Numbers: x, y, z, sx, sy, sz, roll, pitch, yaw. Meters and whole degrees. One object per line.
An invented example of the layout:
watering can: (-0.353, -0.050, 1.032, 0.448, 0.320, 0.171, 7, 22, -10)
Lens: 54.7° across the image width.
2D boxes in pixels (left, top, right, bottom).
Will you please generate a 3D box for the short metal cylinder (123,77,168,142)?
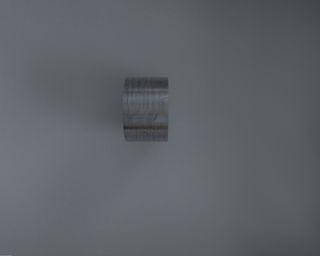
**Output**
short metal cylinder: (-0.016, -0.023, 0.381, 0.050, 0.080, 0.079, 0, 90, 0)
